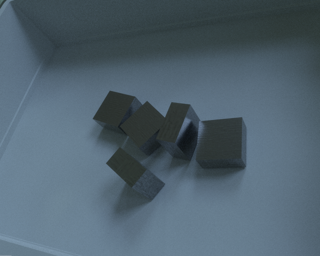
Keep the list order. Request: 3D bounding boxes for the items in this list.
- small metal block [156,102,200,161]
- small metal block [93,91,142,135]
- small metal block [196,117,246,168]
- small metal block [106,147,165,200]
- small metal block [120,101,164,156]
[{"bbox_3d":[0.025,0.005,0.370,0.025,0.050,0.050,10,67,31],"label":"small metal block"},{"bbox_3d":[-0.060,-0.022,0.446,0.050,0.025,0.050,16,70,34],"label":"small metal block"},{"bbox_3d":[0.071,0.018,0.354,0.050,0.025,0.050,-5,59,25],"label":"small metal block"},{"bbox_3d":[-0.028,0.054,0.367,0.050,0.050,0.025,35,82,37],"label":"small metal block"},{"bbox_3d":[-0.017,0.000,0.410,0.050,0.025,0.050,-43,51,-2],"label":"small metal block"}]
